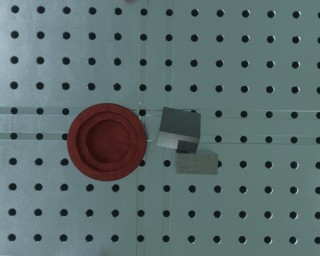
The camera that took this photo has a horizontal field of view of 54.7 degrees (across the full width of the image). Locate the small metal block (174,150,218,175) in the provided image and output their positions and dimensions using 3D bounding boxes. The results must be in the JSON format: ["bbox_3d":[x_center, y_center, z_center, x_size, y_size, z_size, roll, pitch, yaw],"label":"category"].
[{"bbox_3d":[0.045,0.043,0.401,0.050,0.050,0.025,2,92,-1],"label":"small metal block"}]

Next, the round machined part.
[{"bbox_3d":[-0.066,0.018,0.404,0.099,0.042,0.097,0,90,-1],"label":"round machined part"}]

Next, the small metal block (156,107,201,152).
[{"bbox_3d":[0.025,0.001,0.399,0.050,0.050,0.025,11,130,-1],"label":"small metal block"}]
